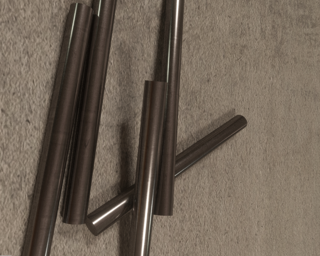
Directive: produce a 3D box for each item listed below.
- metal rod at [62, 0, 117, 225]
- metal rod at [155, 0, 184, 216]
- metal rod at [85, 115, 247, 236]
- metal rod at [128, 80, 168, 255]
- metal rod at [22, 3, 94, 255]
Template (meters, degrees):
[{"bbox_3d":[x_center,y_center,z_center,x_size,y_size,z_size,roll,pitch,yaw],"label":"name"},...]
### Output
[{"bbox_3d":[-0.074,-0.048,0.344,0.025,0.025,0.298,12,83,-40],"label":"metal rod"},{"bbox_3d":[0.012,-0.043,0.398,0.025,0.025,0.299,13,76,-40],"label":"metal rod"},{"bbox_3d":[0.030,0.049,0.431,0.302,0.025,0.025,-29,109,-36],"label":"metal rod"},{"bbox_3d":[-0.019,0.096,0.358,0.025,0.025,0.298,-1,101,-40],"label":"metal rod"},{"bbox_3d":[-0.106,0.018,0.317,0.025,0.025,0.298,14,81,-40],"label":"metal rod"}]
